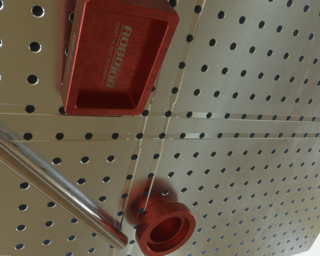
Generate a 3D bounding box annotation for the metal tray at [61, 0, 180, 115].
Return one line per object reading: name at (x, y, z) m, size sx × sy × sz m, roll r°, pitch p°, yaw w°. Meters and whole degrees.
metal tray at (-0.045, -0.070, 0.318) m, size 0.091 × 0.030 × 0.129 m, roll -1°, pitch 135°, yaw -29°

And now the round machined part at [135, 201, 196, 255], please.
round machined part at (0.005, 0.158, 0.503) m, size 0.099 × 0.042 × 0.097 m, roll -14°, pitch 124°, yaw -21°

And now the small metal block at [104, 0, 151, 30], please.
small metal block at (-0.034, -0.135, 0.310) m, size 0.050 × 0.025 × 0.050 m, roll -48°, pitch 130°, yaw 5°

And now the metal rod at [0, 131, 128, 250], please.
metal rod at (-0.127, 0.086, 0.395) m, size 0.025 × 0.025 × 0.300 m, roll -37°, pitch 130°, yaw -4°
